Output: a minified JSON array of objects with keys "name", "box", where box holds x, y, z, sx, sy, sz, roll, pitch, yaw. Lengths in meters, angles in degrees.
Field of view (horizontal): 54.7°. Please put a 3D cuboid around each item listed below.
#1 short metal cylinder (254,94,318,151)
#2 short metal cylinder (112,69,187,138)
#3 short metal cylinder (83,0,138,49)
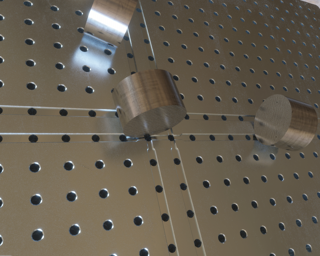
[{"name":"short metal cylinder","box":[0.193,-0.008,0.481,0.050,0.080,0.080,14,56,-21]},{"name":"short metal cylinder","box":[-0.013,-0.028,0.383,0.081,0.080,0.050,-6,65,-31]},{"name":"short metal cylinder","box":[-0.068,-0.158,0.432,0.050,0.080,0.080,21,54,-16]}]
